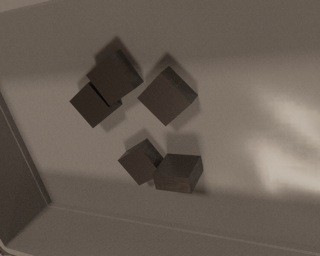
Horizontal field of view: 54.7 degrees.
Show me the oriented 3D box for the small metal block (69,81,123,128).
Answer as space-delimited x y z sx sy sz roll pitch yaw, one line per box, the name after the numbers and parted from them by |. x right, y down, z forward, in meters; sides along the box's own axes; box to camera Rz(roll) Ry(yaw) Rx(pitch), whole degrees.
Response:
-0.090 -0.035 0.432 0.050 0.025 0.050 -33 100 38 | small metal block

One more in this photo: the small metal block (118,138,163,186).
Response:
-0.025 0.050 0.451 0.050 0.025 0.050 -32 101 38 | small metal block

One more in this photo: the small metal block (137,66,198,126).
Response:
0.009 -0.038 0.379 0.050 0.025 0.050 45 129 -4 | small metal block

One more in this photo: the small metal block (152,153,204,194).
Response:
0.025 0.060 0.415 0.050 0.050 0.025 2 119 27 | small metal block

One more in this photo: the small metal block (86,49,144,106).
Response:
-0.058 -0.064 0.398 0.050 0.025 0.050 -29 103 37 | small metal block
